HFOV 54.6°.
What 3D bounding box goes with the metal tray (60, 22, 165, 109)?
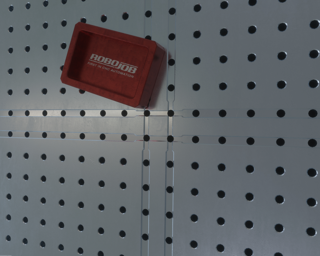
[{"bbox_3d":[-0.069,-0.088,0.434,0.130,0.030,0.090,20,97,19],"label":"metal tray"}]
